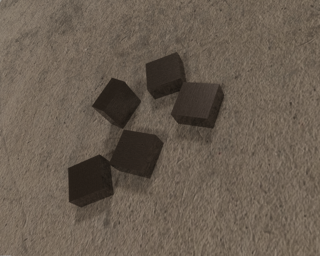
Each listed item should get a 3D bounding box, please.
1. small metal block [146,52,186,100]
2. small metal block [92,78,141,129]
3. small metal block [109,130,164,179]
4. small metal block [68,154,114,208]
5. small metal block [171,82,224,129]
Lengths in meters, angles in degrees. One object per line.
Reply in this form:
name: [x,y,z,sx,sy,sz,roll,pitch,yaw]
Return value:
small metal block: [0.009,-0.075,0.444,0.050,0.025,0.050,-17,55,18]
small metal block: [-0.060,-0.034,0.439,0.025,0.050,0.050,22,74,36]
small metal block: [-0.030,0.033,0.398,0.050,0.025,0.050,8,66,31]
small metal block: [-0.092,0.070,0.407,0.050,0.025,0.050,-24,53,13]
small metal block: [0.049,-0.030,0.396,0.050,0.025,0.050,9,66,31]
